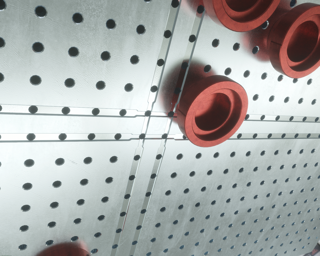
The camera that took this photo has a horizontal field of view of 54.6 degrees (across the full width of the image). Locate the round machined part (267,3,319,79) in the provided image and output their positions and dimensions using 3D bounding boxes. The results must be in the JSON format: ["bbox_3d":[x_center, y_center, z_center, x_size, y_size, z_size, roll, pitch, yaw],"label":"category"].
[{"bbox_3d":[0.189,-0.121,0.427,0.099,0.042,0.097,-14,124,-21],"label":"round machined part"}]

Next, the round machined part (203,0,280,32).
[{"bbox_3d":[0.089,-0.162,0.348,0.099,0.042,0.097,-14,124,-21],"label":"round machined part"}]

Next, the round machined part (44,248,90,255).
[{"bbox_3d":[-0.145,0.231,0.463,0.099,0.042,0.097,-14,124,-21],"label":"round machined part"}]

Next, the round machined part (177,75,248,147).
[{"bbox_3d":[0.066,-0.026,0.420,0.099,0.042,0.097,-14,124,-21],"label":"round machined part"}]
